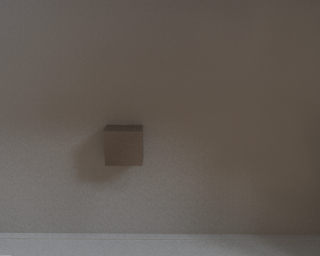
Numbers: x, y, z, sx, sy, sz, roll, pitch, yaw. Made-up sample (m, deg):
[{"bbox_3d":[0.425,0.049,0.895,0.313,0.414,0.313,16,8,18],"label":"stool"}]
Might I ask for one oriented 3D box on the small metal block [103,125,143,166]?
[{"bbox_3d":[-0.048,0.023,0.419,0.050,0.025,0.050,0,110,-1],"label":"small metal block"}]
